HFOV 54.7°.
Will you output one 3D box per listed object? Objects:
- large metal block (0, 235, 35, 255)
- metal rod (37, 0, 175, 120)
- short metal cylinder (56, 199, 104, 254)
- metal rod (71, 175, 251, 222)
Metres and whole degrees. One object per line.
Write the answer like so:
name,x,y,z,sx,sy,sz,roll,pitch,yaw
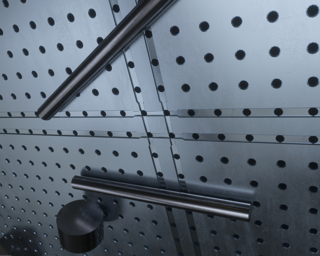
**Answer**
large metal block,-0.376,0.327,0.796,0.080,0.050,0.080,-6,115,31
metal rod,-0.083,-0.085,0.401,0.299,0.025,0.025,-32,101,38
short metal cylinder,-0.143,0.177,0.560,0.080,0.080,0.050,17,125,18
metal rod,-0.013,0.105,0.483,0.301,0.025,0.025,4,120,26
